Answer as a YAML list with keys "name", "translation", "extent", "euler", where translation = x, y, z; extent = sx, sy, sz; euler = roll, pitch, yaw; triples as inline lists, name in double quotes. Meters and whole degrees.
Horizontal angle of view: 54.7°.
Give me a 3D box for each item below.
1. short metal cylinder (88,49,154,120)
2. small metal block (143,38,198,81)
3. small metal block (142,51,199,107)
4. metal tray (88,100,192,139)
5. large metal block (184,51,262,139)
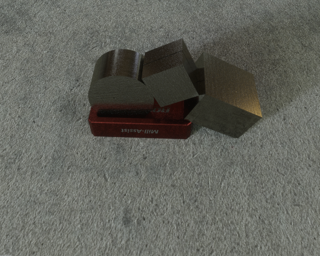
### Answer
- name: "short metal cylinder"
  translation: [-0.047, -0.053, 0.396]
  extent: [0.081, 0.080, 0.050]
  euler: [1, 50, 0]
- name: "small metal block"
  translation: [0.014, -0.076, 0.384]
  extent: [0.050, 0.050, 0.025]
  euler: [-16, 45, 21]
- name: "small metal block"
  translation: [0.013, -0.056, 0.367]
  extent: [0.050, 0.050, 0.025]
  euler: [-16, 45, 21]
- name: "metal tray"
  translation: [-0.024, -0.030, 0.426]
  extent: [0.131, 0.030, 0.090]
  euler: [2, 50, 1]
- name: "large metal block"
  translation: [0.079, -0.042, 0.406]
  extent: [0.080, 0.050, 0.080]
  euler: [20, 48, -18]
